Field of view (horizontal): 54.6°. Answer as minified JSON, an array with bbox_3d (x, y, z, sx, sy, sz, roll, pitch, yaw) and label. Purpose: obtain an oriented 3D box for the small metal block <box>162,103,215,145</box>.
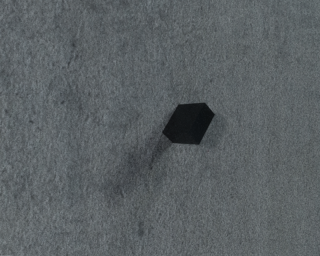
[{"bbox_3d":[0.038,-0.006,0.419,0.025,0.050,0.050,45,63,-31],"label":"small metal block"}]
